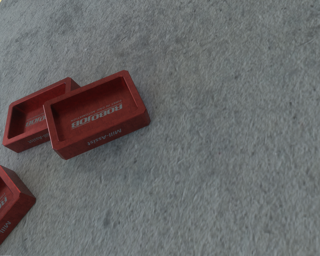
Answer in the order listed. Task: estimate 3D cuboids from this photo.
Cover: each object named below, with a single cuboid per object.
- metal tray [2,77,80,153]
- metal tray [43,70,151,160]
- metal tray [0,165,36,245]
[{"bbox_3d":[-0.193,-0.021,0.512,0.130,0.030,0.090,-20,54,15],"label":"metal tray"},{"bbox_3d":[-0.090,-0.021,0.435,0.131,0.030,0.090,-23,55,-5],"label":"metal tray"},{"bbox_3d":[-0.252,0.129,0.450,0.090,0.030,0.130,31,78,37],"label":"metal tray"}]
